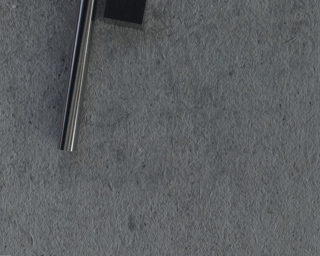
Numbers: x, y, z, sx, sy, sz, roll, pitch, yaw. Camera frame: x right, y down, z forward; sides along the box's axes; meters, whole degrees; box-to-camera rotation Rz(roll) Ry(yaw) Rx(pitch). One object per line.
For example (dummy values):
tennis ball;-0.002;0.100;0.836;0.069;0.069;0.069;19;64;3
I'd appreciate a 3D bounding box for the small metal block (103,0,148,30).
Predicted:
small metal block;-0.043;-0.162;0.409;0.050;0.025;0.050;11;90;-1

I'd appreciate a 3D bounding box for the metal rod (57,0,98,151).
metal rod;-0.102;-0.119;0.408;0.025;0.025;0.298;8;90;-1
